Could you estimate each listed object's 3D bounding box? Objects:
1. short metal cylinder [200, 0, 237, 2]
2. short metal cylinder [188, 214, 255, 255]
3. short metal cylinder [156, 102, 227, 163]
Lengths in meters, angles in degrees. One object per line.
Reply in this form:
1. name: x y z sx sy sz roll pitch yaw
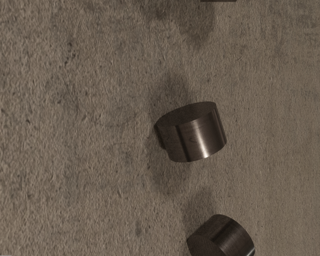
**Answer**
1. short metal cylinder: 0.084 -0.219 0.433 0.080 0.050 0.079 0 92 -85
2. short metal cylinder: 0.087 0.173 0.445 0.050 0.080 0.080 -30 109 -36
3. short metal cylinder: 0.042 0.004 0.406 0.081 0.080 0.050 -32 111 -36
